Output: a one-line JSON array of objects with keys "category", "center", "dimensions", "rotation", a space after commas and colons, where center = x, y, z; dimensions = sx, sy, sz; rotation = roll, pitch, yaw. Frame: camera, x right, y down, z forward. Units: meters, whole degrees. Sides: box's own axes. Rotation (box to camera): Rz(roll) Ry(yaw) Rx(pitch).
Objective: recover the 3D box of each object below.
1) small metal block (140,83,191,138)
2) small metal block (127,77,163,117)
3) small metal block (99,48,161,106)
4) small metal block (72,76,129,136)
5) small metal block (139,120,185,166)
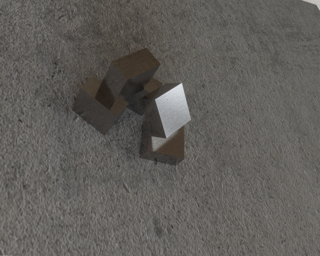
[{"category": "small metal block", "center": [0.008, -0.022, 0.377], "dimensions": [0.050, 0.025, 0.050], "rotation": [-36, 119, -39]}, {"category": "small metal block", "center": [-0.032, -0.048, 0.403], "dimensions": [0.050, 0.050, 0.025], "rotation": [28, 52, -11]}, {"category": "small metal block", "center": [-0.034, -0.056, 0.342], "dimensions": [0.050, 0.050, 0.025], "rotation": [-33, 81, -38]}, {"category": "small metal block", "center": [-0.072, -0.025, 0.367], "dimensions": [0.050, 0.050, 0.025], "rotation": [39, 51, -3]}, {"category": "small metal block", "center": [0.003, 0.017, 0.398], "dimensions": [0.050, 0.025, 0.050], "rotation": [15, 56, -20]}]
